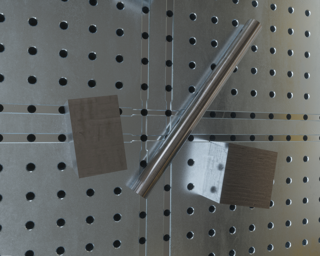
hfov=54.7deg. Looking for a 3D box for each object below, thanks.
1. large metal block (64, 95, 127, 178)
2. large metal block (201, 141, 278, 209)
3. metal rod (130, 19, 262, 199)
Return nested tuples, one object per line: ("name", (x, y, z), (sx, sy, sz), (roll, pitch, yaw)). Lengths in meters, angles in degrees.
("large metal block", (-0.077, 0.008, 0.355), (0.050, 0.080, 0.079), (-8, 93, -20))
("large metal block", (0.113, 0.066, 0.441), (0.081, 0.050, 0.080), (11, 86, -20))
("metal rod", (0.057, -0.034, 0.433), (0.025, 0.025, 0.300), (39, 78, -16))
